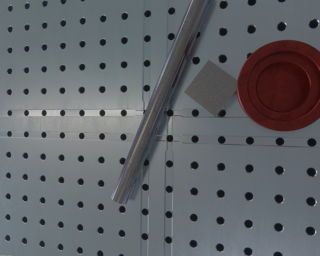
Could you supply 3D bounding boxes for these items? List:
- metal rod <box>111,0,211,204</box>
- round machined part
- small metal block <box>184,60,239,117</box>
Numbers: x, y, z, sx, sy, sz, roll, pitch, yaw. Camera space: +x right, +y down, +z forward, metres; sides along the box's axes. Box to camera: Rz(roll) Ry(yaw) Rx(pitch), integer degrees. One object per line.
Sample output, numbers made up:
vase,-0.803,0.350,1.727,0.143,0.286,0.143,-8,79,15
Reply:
metal rod,0.000,-0.037,0.412,0.025,0.025,0.298,25,98,18
round machined part,0.137,-0.046,0.350,0.098,0.042,0.097,0,92,11
small metal block,0.068,-0.049,0.389,0.050,0.025,0.050,41,103,15
